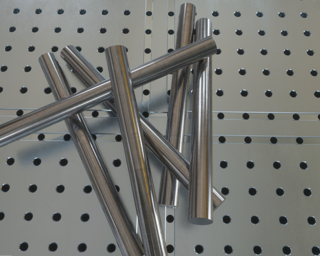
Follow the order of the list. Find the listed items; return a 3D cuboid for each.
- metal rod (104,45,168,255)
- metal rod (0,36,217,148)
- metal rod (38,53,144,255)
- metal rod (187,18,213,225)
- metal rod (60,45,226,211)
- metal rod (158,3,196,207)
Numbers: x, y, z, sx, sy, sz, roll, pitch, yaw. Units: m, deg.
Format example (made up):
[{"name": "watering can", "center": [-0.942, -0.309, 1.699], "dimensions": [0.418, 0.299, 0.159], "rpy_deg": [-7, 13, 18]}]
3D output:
[{"name": "metal rod", "center": [-0.023, 0.052, 0.354], "dimensions": [0.025, 0.025, 0.299], "rpy_deg": [-12, 85, -4]}, {"name": "metal rod", "center": [-0.068, -0.047, 0.388], "dimensions": [0.301, 0.025, 0.025], "rpy_deg": [-25, 72, -7]}, {"name": "metal rod", "center": [-0.095, 0.025, 0.402], "dimensions": [0.025, 0.025, 0.299], "rpy_deg": [-25, 72, -9]}, {"name": "metal rod", "center": [0.053, -0.032, 0.388], "dimensions": [0.025, 0.025, 0.300], "rpy_deg": [5, 57, 2]}, {"name": "metal rod", "center": [-0.035, -0.012, 0.397], "dimensions": [0.025, 0.025, 0.300], "rpy_deg": [-40, 68, -13]}, {"name": "metal rod", "center": [0.026, -0.045, 0.428], "dimensions": [0.025, 0.025, 0.299], "rpy_deg": [6, 70, 2]}]
